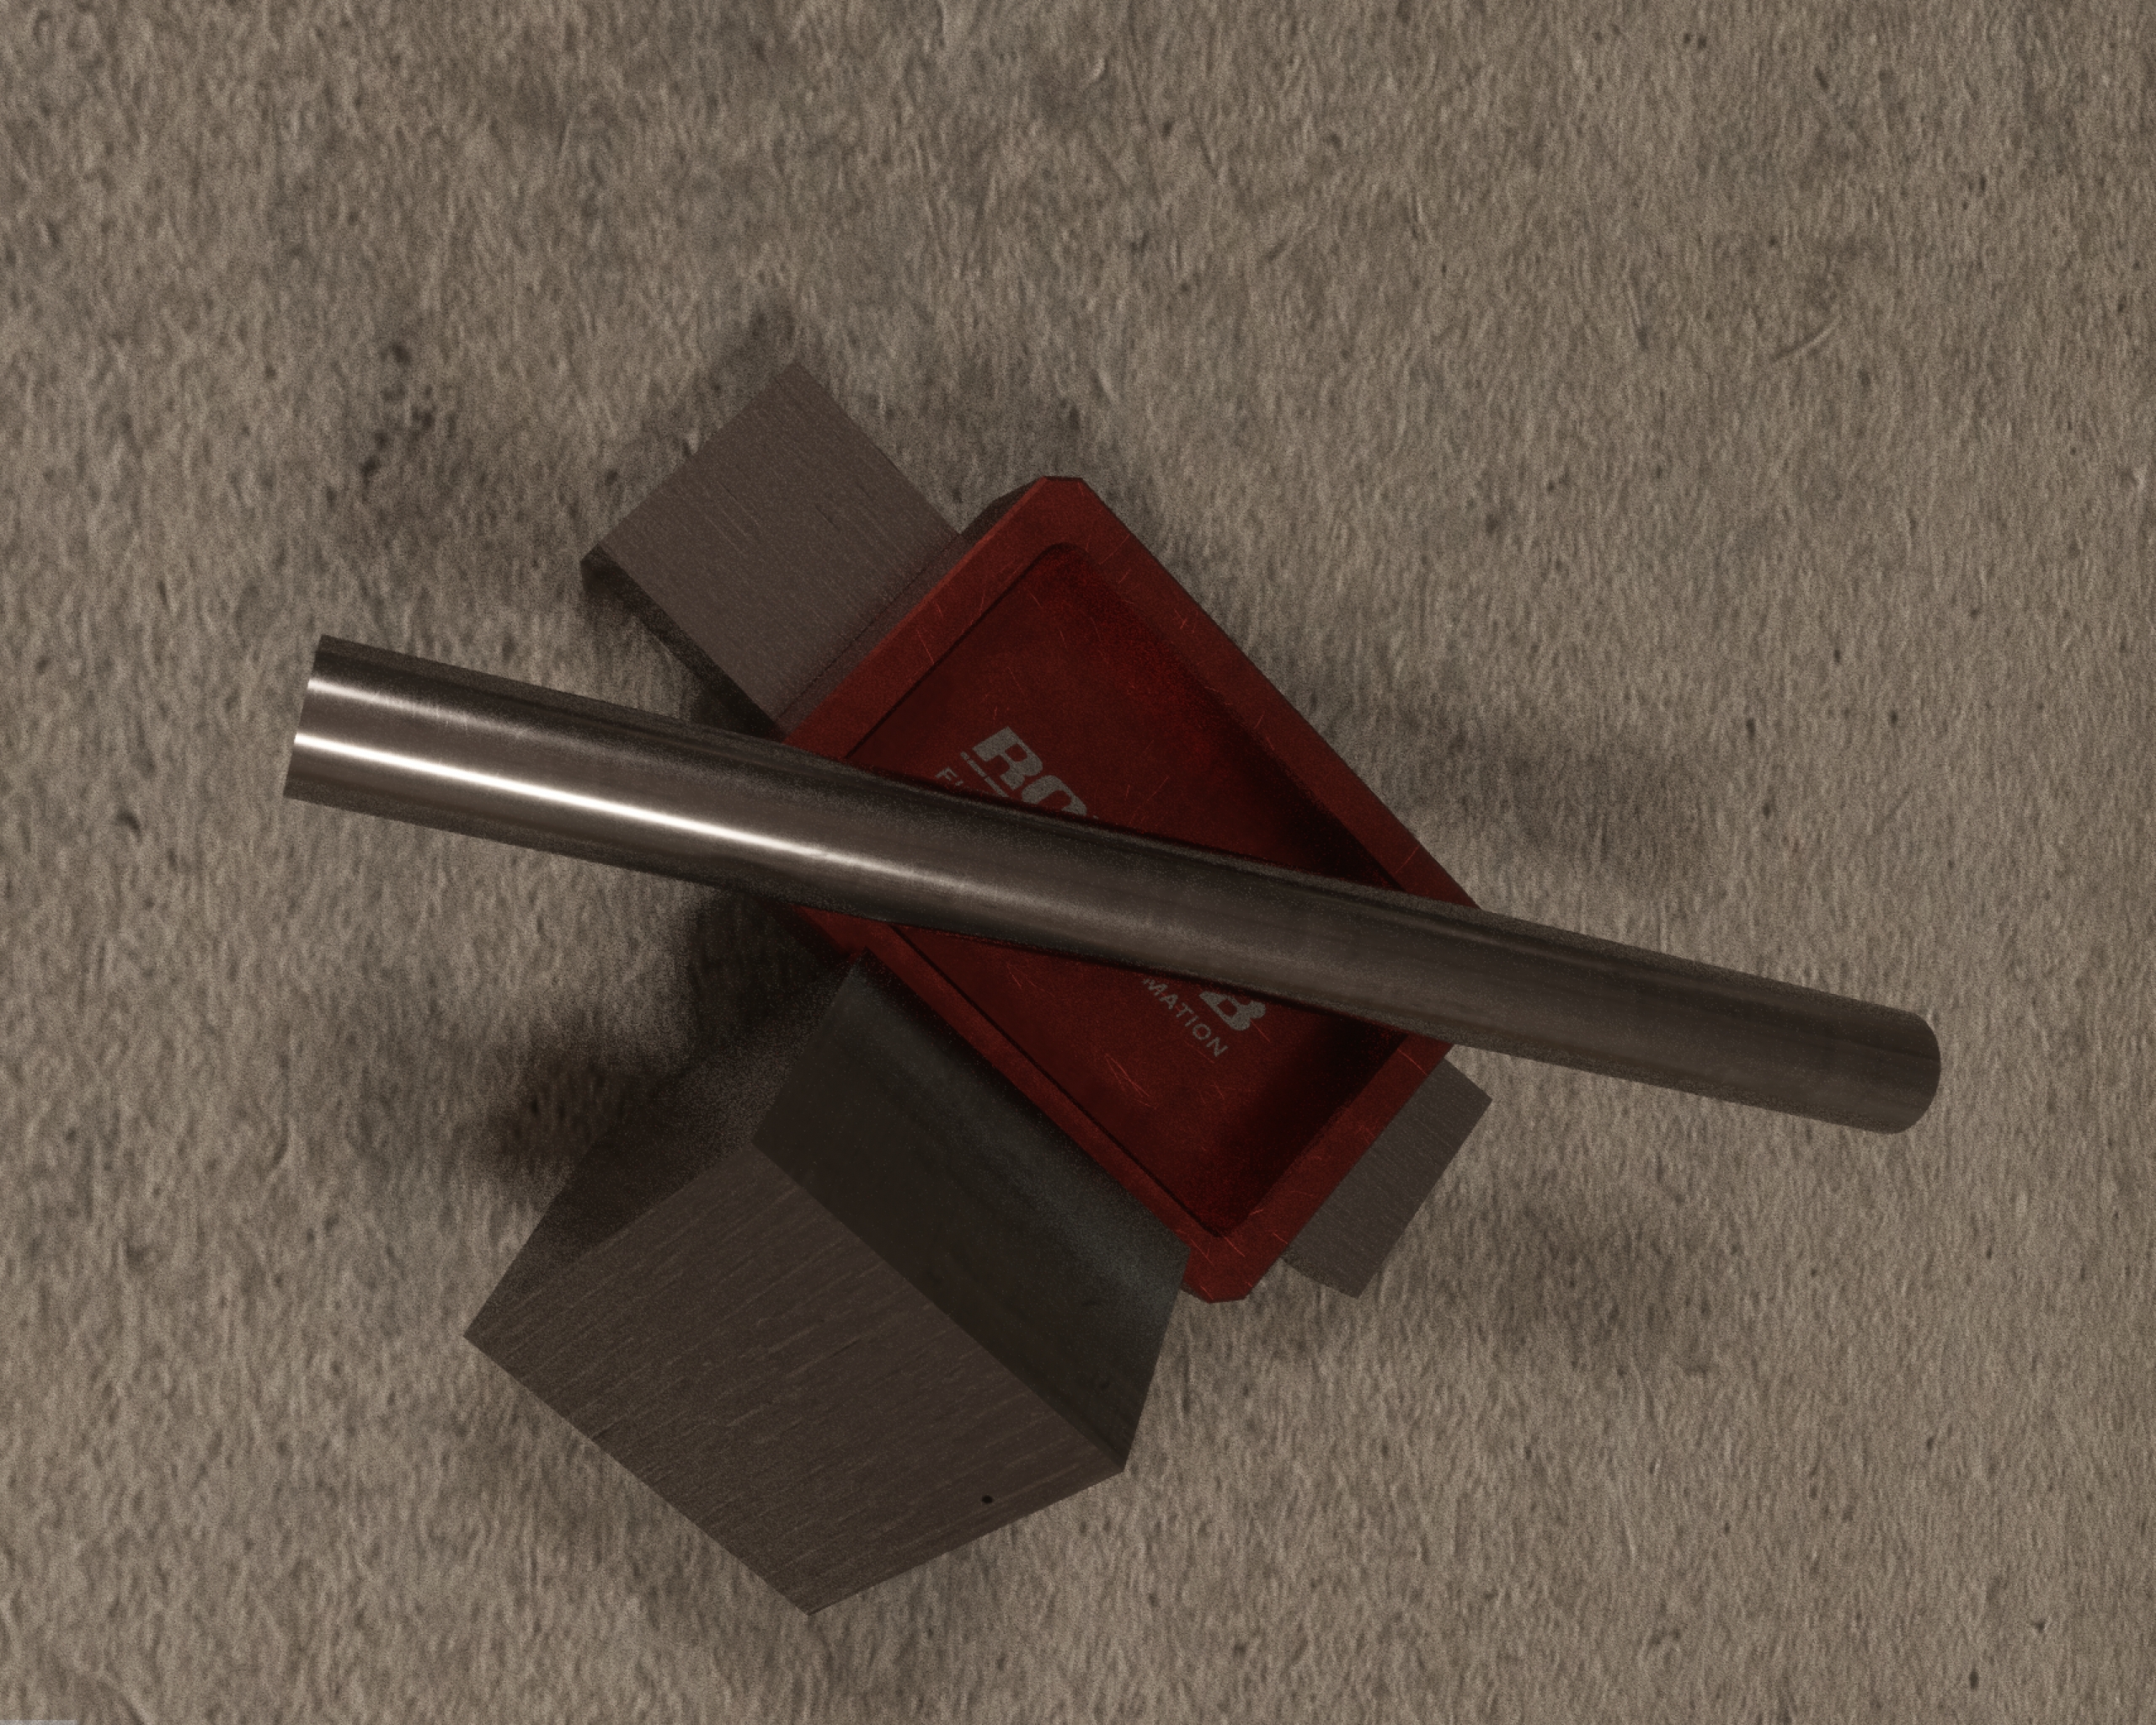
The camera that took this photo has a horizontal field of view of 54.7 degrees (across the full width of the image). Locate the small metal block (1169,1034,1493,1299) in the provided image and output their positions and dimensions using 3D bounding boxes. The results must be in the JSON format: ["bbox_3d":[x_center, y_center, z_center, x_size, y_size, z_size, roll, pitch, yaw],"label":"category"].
[{"bbox_3d":[0.048,0.053,0.429,0.050,0.025,0.050,40,77,-16],"label":"small metal block"}]

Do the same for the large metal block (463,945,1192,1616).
[{"bbox_3d":[-0.042,0.074,0.357,0.080,0.080,0.050,45,34,-15],"label":"large metal block"}]

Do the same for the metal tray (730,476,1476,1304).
[{"bbox_3d":[0.007,0.006,0.384,0.130,0.030,0.090,46,76,-15],"label":"metal tray"}]

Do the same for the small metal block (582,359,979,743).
[{"bbox_3d":[-0.055,-0.056,0.390,0.050,0.025,0.050,47,75,-15],"label":"small metal block"}]

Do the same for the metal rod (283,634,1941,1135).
[{"bbox_3d":[0.023,0.010,0.361,0.302,0.025,0.025,13,86,-20],"label":"metal rod"}]
